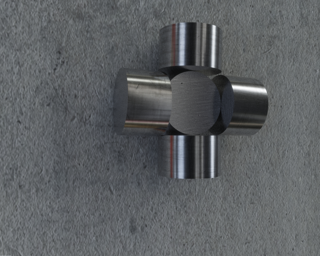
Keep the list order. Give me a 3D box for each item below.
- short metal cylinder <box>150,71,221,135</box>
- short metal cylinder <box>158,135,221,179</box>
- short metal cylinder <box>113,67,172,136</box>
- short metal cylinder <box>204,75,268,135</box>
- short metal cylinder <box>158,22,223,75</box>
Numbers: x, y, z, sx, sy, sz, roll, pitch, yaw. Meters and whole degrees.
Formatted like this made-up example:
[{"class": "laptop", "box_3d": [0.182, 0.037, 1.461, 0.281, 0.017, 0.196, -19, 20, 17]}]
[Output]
[{"class": "short metal cylinder", "box_3d": [0.032, -0.031, 0.410, 0.081, 0.050, 0.079, 0, 90, -21]}, {"class": "short metal cylinder", "box_3d": [0.037, 0.034, 0.396, 0.081, 0.080, 0.050, 0, 90, -20]}, {"class": "short metal cylinder", "box_3d": [-0.024, -0.030, 0.373, 0.050, 0.080, 0.079, 2, 90, -20]}, {"class": "short metal cylinder", "box_3d": [0.099, -0.030, 0.419, 0.050, 0.080, 0.079, 2, 90, -20]}, {"class": "short metal cylinder", "box_3d": [0.038, -0.097, 0.395, 0.081, 0.080, 0.050, 2, 90, -20]}]
